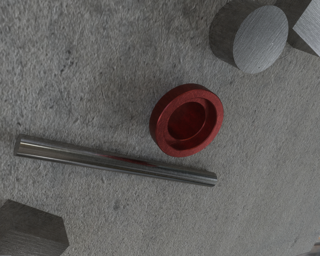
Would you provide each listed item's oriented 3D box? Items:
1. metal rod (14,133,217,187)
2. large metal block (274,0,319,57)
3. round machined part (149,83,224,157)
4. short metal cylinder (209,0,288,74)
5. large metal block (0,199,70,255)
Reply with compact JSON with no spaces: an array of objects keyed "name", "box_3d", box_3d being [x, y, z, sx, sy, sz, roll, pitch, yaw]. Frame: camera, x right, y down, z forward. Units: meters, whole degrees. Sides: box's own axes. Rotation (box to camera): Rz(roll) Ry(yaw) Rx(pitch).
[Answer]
[{"name":"metal rod","box_3d":[-0.035,0.051,0.420,0.302,0.025,0.025,16,110,-35]},{"name":"large metal block","box_3d":[0.200,-0.152,0.408,0.080,0.050,0.080,23,106,-37]},{"name":"round machined part","box_3d":[0.030,-0.013,0.406,0.099,0.042,0.097,-14,125,-21]},{"name":"short metal cylinder","box_3d":[0.108,-0.114,0.382,0.081,0.050,0.079,-14,125,-21]},{"name":"large metal block","box_3d":[-0.176,0.146,0.386,0.080,0.050,0.080,-48,129,5]}]
